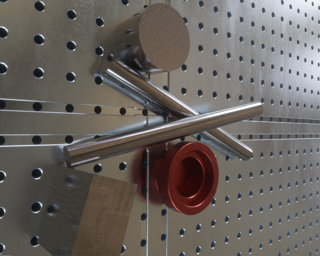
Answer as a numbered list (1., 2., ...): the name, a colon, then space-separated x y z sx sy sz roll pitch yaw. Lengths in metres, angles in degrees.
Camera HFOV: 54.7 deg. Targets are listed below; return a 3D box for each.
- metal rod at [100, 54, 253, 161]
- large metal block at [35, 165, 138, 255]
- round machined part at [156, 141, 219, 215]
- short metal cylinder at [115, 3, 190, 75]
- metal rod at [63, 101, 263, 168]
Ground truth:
1. metal rod: 0.044 -0.015 0.448 0.301 0.025 0.025 30 72 -36
2. large metal block: -0.075 0.086 0.312 0.050 0.080 0.080 23 76 -38
3. round machined part: 0.034 0.067 0.429 0.099 0.042 0.097 0 90 -40
4. short metal cylinder: -0.009 -0.108 0.387 0.081 0.050 0.079 0 90 -40
5. metal rod: 0.027 0.001 0.407 0.303 0.025 0.025 -14 99 -31
